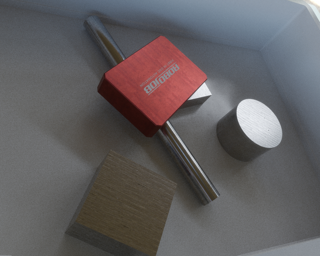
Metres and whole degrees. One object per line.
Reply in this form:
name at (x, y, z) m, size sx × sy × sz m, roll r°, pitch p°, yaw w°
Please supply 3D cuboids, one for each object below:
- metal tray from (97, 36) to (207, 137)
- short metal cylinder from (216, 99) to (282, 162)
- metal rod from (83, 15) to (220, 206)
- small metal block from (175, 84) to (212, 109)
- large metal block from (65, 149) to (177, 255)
metal tray at (-0.005, -0.059, 0.404) m, size 0.090 × 0.030 × 0.131 m, roll 43°, pitch 50°, yaw 1°
short metal cylinder at (0.132, 0.004, 0.461) m, size 0.081 × 0.050 × 0.080 m, roll 14°, pitch 56°, yaw -21°
metal rod at (-0.017, -0.031, 0.416) m, size 0.025 × 0.025 × 0.299 m, roll -25°, pitch 76°, yaw -37°
small metal block at (0.042, -0.060, 0.467) m, size 0.050 × 0.025 × 0.050 m, roll -15°, pitch 70°, yaw -35°
large metal block at (-0.038, 0.082, 0.320) m, size 0.080 × 0.050 × 0.080 m, roll 29°, pitch 52°, yaw -10°
